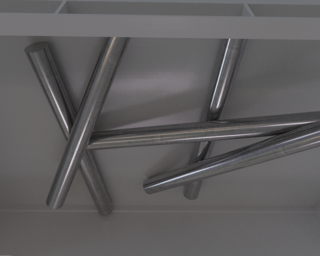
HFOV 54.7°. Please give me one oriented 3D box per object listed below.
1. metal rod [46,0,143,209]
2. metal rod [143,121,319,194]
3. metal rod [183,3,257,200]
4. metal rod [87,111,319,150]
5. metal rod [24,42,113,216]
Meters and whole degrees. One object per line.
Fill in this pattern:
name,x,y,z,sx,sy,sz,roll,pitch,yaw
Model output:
metal rod,-0.090,-0.008,0.375,0.025,0.025,0.298,19,120,-16
metal rod,0.088,0.043,0.394,0.299,0.025,0.025,-25,128,39
metal rod,0.067,-0.007,0.403,0.025,0.025,0.298,5,130,-4
metal rod,0.052,0.005,0.381,0.301,0.025,0.025,-5,130,13
metal rod,-0.113,0.025,0.429,0.025,0.025,0.298,-6,130,5
